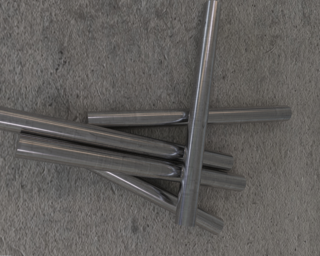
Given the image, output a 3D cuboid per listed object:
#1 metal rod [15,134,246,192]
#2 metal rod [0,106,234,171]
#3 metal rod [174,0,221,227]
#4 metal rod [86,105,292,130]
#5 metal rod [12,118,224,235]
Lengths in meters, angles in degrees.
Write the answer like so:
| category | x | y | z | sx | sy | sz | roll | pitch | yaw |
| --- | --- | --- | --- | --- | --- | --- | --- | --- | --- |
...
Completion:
| category | x | y | z | sx | sy | sz | roll | pitch | yaw |
| --- | --- | --- | --- | --- | --- | --- | --- | --- | --- |
| metal rod | -0.014 | 0.049 | 0.384 | 0.302 | 0.025 | 0.025 | 13 | 86 | -27 |
| metal rod | -0.035 | 0.019 | 0.380 | 0.302 | 0.025 | 0.025 | 13 | 86 | -25 |
| metal rod | 0.052 | -0.028 | 0.402 | 0.025 | 0.025 | 0.299 | 14 | 76 | -20 |
| metal rod | 0.053 | -0.015 | 0.428 | 0.303 | 0.025 | 0.025 | -3 | 91 | -20 |
| metal rod | -0.041 | 0.065 | 0.393 | 0.301 | 0.025 | 0.025 | 31 | 80 | -18 |
